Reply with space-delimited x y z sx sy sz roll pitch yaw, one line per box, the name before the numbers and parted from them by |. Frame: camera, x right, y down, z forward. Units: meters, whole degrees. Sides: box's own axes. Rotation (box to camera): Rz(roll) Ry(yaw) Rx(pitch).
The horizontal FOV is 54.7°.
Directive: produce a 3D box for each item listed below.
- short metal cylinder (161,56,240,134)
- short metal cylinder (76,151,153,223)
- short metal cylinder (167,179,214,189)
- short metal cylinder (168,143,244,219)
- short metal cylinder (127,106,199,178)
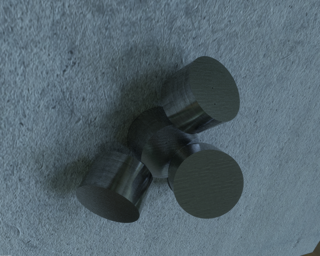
short metal cylinder | 0.048 -0.038 0.368 0.081 0.080 0.050 14 154 -34
short metal cylinder | -0.055 0.074 0.381 0.080 0.050 0.080 12 139 11
short metal cylinder | 0.057 0.069 0.446 0.080 0.080 0.050 -46 129 4
short metal cylinder | 0.052 0.061 0.372 0.081 0.050 0.079 -1 96 -6
short metal cylinder | 0.003 0.018 0.405 0.081 0.050 0.079 -14 124 -21
